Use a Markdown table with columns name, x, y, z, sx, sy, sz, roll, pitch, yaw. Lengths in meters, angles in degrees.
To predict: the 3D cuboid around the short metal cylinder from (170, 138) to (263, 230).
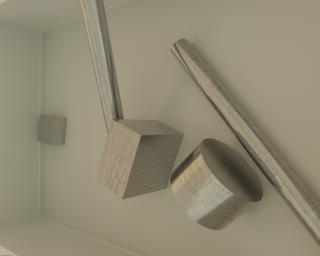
| name | x | y | z | sx | sy | sz | roll | pitch | yaw |
| --- | --- | --- | --- | --- | --- | --- | --- | --- | --- |
| short metal cylinder | 0.058 | 0.057 | 0.322 | 0.050 | 0.081 | 0.080 | -50 | 61 | 28 |

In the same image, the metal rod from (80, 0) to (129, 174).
| name | x | y | z | sx | sy | sz | roll | pitch | yaw |
| --- | --- | --- | --- | --- | --- | --- | --- | --- | --- |
| metal rod | -0.064 | -0.053 | 0.380 | 0.025 | 0.025 | 0.298 | 16 | 125 | 38 |

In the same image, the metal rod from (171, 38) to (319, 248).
| name | x | y | z | sx | sy | sz | roll | pitch | yaw |
| --- | --- | --- | --- | --- | --- | --- | --- | --- | --- |
| metal rod | 0.098 | 0.014 | 0.324 | 0.025 | 0.025 | 0.299 | -47 | 62 | 29 |

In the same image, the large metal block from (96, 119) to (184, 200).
| name | x | y | z | sx | sy | sz | roll | pitch | yaw |
| --- | --- | --- | --- | --- | --- | --- | --- | --- | --- |
| large metal block | -0.024 | 0.035 | 0.389 | 0.050 | 0.081 | 0.079 | 27 | 107 | 36 |

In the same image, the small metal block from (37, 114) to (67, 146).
| name | x | y | z | sx | sy | sz | roll | pitch | yaw |
| --- | --- | --- | --- | --- | --- | --- | --- | --- | --- |
| small metal block | -0.198 | 0.003 | 0.566 | 0.050 | 0.025 | 0.050 | 10 | 97 | 39 |
